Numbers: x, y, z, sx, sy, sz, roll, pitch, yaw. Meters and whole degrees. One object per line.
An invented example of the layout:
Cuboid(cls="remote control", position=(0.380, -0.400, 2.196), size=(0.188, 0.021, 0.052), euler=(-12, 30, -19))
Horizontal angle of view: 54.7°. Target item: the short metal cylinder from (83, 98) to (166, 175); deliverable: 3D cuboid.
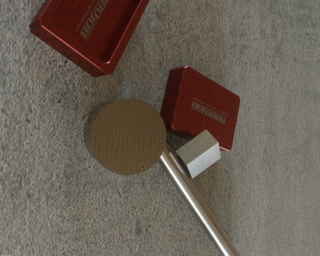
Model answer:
Cuboid(cls="short metal cylinder", position=(-0.040, 0.008, 0.342), size=(0.081, 0.050, 0.079), euler=(-1, 93, -22))

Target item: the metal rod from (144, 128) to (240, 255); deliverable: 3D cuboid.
Cuboid(cls="metal rod", position=(0.052, 0.107, 0.450), size=(0.025, 0.025, 0.299), euler=(-47, 118, -30))

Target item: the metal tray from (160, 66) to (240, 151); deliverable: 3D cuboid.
Cuboid(cls="metal tray", position=(0.062, -0.024, 0.456), size=(0.131, 0.030, 0.090), euler=(21, 77, -38))

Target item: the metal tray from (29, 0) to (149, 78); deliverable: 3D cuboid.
Cuboid(cls="metal tray", position=(-0.070, -0.134, 0.344), size=(0.090, 0.030, 0.130), euler=(36, 68, -35))

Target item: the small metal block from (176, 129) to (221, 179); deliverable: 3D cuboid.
Cuboid(cls="small metal block", position=(0.053, 0.036, 0.420), size=(0.050, 0.025, 0.050), euler=(-35, 148, -7))
